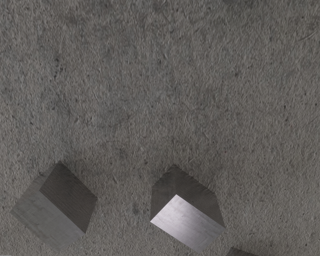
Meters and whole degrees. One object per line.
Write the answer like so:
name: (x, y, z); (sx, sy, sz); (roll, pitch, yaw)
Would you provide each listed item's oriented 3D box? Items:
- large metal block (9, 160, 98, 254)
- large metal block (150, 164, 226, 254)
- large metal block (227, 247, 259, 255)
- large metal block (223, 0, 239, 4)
large metal block: (-0.137, 0.103, 0.417); (0.050, 0.080, 0.080); (-36, 106, 12)
large metal block: (0.035, 0.106, 0.420); (0.080, 0.080, 0.050); (37, 106, -13)
large metal block: (0.137, 0.247, 0.488); (0.080, 0.050, 0.079); (20, 109, -8)
large metal block: (0.092, -0.190, 0.327); (0.080, 0.050, 0.080); (-28, 108, 10)
